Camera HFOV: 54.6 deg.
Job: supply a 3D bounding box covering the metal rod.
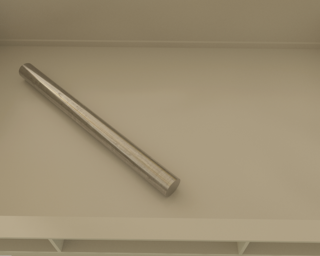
[{"bbox_3d":[-0.096,-0.011,0.413,0.300,0.025,0.025,35,58,26],"label":"metal rod"}]
